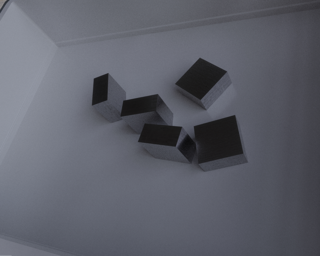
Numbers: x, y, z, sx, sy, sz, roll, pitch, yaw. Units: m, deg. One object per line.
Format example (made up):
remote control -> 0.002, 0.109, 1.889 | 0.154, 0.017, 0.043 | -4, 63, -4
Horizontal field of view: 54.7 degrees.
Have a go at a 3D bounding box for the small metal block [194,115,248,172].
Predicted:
small metal block -> 0.070, 0.018, 0.358 | 0.050, 0.025, 0.050 | -16, 55, 19

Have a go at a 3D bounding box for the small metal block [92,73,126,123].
small metal block -> -0.073, -0.043, 0.455 | 0.025, 0.050, 0.050 | -17, 55, 19

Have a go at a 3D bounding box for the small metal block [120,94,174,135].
small metal block -> -0.016, -0.017, 0.408 | 0.050, 0.050, 0.025 | -8, 58, 24

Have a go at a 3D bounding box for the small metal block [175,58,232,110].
small metal block -> 0.058, -0.059, 0.412 | 0.050, 0.025, 0.050 | -47, 51, -5

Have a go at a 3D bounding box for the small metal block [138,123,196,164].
small metal block -> 0.010, 0.019, 0.373 | 0.050, 0.050, 0.025 | 5, 65, 30
